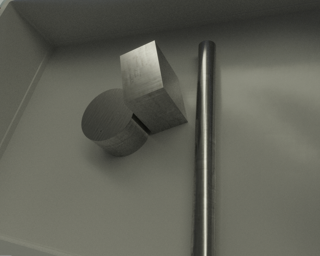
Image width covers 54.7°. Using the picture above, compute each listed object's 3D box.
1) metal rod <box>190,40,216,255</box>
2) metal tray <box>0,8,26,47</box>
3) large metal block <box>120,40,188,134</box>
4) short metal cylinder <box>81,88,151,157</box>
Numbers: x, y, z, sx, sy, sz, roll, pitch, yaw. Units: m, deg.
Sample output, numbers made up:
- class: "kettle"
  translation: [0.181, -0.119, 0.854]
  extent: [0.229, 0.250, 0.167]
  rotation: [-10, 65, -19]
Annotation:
- class: "metal rod"
  translation: [0.054, 0.015, 0.367]
  extent: [0.025, 0.025, 0.299]
  rotation: [-8, 58, 23]
- class: "metal tray"
  translation: [-0.400, -0.252, 0.766]
  extent: [0.130, 0.030, 0.090]
  rotation: [21, 73, 35]
- class: "large metal block"
  translation: [-0.007, -0.051, 0.404]
  extent: [0.050, 0.080, 0.080]
  rotation: [-20, 54, 16]
- class: "short metal cylinder"
  translation: [-0.059, -0.007, 0.423]
  extent: [0.080, 0.050, 0.080]
  rotation: [-13, 56, 20]
